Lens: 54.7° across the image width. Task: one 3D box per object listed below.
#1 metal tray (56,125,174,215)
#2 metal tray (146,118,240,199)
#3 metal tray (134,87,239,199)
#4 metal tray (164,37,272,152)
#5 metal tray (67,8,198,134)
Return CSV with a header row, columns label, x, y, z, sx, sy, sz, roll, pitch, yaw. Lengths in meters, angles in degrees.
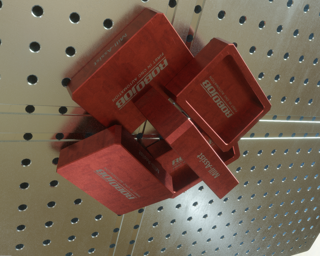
label,x,y,z,sx,sy,sz,roll,pitch,yaw
metal tray,-0.052,0.059,0.393,0.090,0.030,0.130,-24,132,18
metal tray,0.052,0.038,0.460,0.131,0.030,0.090,-30,129,-10
metal tray,0.032,0.019,0.360,0.030,0.090,0.130,-42,130,0
metal tray,0.077,-0.036,0.390,0.090,0.030,0.130,-45,130,3
metal tray,-0.028,-0.059,0.356,0.130,0.030,0.090,-43,130,1
